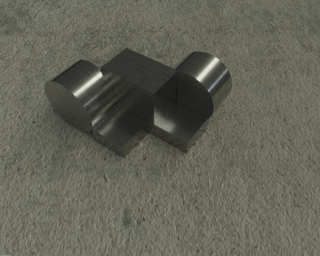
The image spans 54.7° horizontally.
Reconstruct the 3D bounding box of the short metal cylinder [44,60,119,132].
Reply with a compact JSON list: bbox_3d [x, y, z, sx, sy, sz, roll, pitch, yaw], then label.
[{"bbox_3d":[-0.101,-0.041,0.403,0.080,0.080,0.050,28,56,21],"label":"short metal cylinder"}]

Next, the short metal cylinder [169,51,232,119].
[{"bbox_3d":[0.049,-0.055,0.415,0.080,0.080,0.050,29,56,22],"label":"short metal cylinder"}]

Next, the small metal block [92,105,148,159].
[{"bbox_3d":[-0.051,0.004,0.401,0.050,0.025,0.050,28,55,22],"label":"small metal block"}]

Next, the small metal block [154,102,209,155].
[{"bbox_3d":[0.028,-0.001,0.406,0.050,0.025,0.050,28,55,22],"label":"small metal block"}]

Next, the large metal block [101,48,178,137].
[{"bbox_3d":[-0.026,-0.047,0.409,0.080,0.080,0.050,28,55,21],"label":"large metal block"}]
